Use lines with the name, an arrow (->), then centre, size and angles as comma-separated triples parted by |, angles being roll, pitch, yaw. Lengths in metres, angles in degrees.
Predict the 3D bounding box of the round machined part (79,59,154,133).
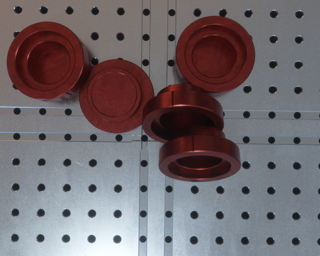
round machined part -> -0.057, -0.042, 0.404 | 0.099, 0.042, 0.097 | 0, 90, 0

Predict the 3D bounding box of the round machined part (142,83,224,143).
round machined part -> 0.028, -0.019, 0.384 | 0.099, 0.098, 0.042 | 2, 60, 0

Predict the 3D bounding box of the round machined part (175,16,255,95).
round machined part -> 0.068, -0.090, 0.403 | 0.099, 0.042, 0.098 | 0, 85, -1

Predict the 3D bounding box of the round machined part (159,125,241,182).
round machined part -> 0.048, 0.030, 0.384 | 0.099, 0.098, 0.042 | 2, 61, 0

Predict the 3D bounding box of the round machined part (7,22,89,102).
round machined part -> -0.139, -0.082, 0.401 | 0.098, 0.042, 0.098 | 0, 87, 5
